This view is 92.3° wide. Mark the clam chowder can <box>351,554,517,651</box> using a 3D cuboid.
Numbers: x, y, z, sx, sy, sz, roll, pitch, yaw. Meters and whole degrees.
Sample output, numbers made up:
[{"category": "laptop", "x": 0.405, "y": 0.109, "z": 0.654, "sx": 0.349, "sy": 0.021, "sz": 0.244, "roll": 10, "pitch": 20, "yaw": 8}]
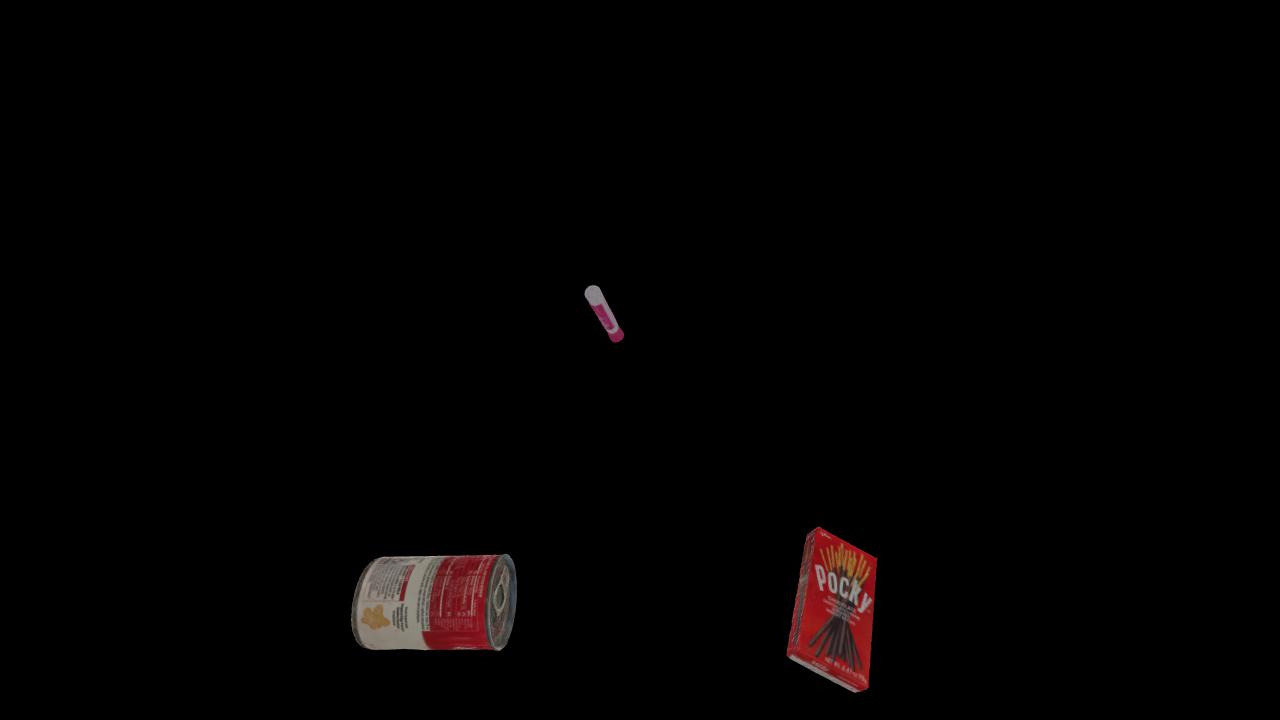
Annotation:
[{"category": "clam chowder can", "x": -0.151, "y": 0.181, "z": 0.462, "sx": 0.102, "sy": 0.068, "sz": 0.068, "roll": -2, "pitch": 0, "yaw": 4}]

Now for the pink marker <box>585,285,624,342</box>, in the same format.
[{"category": "pink marker", "x": -0.040, "y": -0.052, "z": 0.733, "sx": 0.020, "sy": 0.020, "sz": 0.121, "roll": 0, "pitch": -23, "yaw": 13}]

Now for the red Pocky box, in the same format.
[{"category": "red Pocky box", "x": 0.213, "y": 0.266, "z": 0.673, "sx": 0.083, "sy": 0.155, "sz": 0.028, "roll": 27, "pitch": -45, "yaw": 0}]
